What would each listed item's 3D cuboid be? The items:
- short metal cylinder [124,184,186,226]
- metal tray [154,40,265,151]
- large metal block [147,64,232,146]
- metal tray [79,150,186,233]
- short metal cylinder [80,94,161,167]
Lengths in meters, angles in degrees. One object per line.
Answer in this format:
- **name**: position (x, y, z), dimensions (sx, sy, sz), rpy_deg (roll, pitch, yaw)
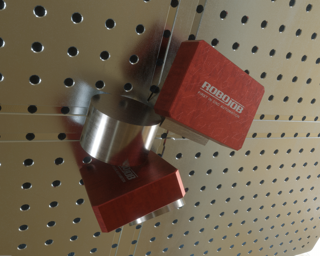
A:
- **short metal cylinder**: position (-0.012, 0.094, 0.421), dimensions (0.080, 0.050, 0.080), rpy_deg (-20, 167, -5)
- **metal tray**: position (0.064, -0.035, 0.371), dimensions (0.131, 0.030, 0.090), rpy_deg (25, 87, -37)
- **large metal block**: position (0.040, -0.033, 0.397), dimensions (0.080, 0.050, 0.080), rpy_deg (23, 106, -37)
- **metal tray**: position (-0.039, 0.061, 0.358), dimensions (0.091, 0.130, 0.030), rpy_deg (-21, 106, -16)
- **short metal cylinder**: position (-0.045, 0.000, 0.351), dimensions (0.081, 0.080, 0.050), rpy_deg (7, 115, -32)
